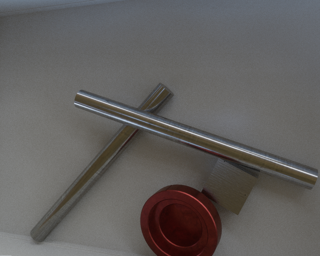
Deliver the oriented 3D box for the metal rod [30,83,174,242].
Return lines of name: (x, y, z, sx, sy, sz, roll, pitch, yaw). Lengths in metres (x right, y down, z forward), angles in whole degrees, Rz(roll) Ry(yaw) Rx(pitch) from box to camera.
metal rod: (-0.089, 0.056, 0.440, 0.025, 0.025, 0.299, 46, 104, 14)

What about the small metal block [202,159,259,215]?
small metal block: (0.086, 0.069, 0.380, 0.050, 0.025, 0.050, 28, 99, 17)

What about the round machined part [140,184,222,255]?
round machined part: (0.029, 0.116, 0.384, 0.098, 0.042, 0.097, 5, 102, 24)

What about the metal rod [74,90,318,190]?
metal rod: (0.034, 0.010, 0.379, 0.301, 0.025, 0.025, 19, 96, 11)
